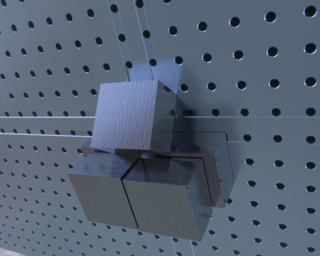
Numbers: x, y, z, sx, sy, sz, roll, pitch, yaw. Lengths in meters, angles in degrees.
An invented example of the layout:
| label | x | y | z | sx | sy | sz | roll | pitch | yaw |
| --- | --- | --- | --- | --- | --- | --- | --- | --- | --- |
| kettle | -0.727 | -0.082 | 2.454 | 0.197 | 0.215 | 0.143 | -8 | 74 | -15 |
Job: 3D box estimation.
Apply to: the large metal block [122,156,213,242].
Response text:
| label | x | y | z | sx | sy | sz | roll | pitch | yaw |
| --- | --- | --- | --- | --- | --- | --- | --- | --- | --- |
| large metal block | 0.012 | 0.082 | 0.371 | 0.080 | 0.050 | 0.080 | 0 | 119 | 28 |

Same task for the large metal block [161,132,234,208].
| label | x | y | z | sx | sy | sz | roll | pitch | yaw |
| --- | --- | --- | --- | --- | --- | --- | --- | --- | --- |
| large metal block | 0.045 | 0.052 | 0.402 | 0.080 | 0.050 | 0.080 | -1 | 118 | 28 |

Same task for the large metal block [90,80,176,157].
| label | x | y | z | sx | sy | sz | roll | pitch | yaw |
| --- | --- | --- | --- | --- | --- | --- | --- | --- | --- |
| large metal block | -0.031 | -0.010 | 0.377 | 0.080 | 0.050 | 0.080 | 0 | 77 | 27 |

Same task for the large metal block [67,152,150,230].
| label | x | y | z | sx | sy | sz | roll | pitch | yaw |
| --- | --- | --- | --- | --- | --- | --- | --- | --- | --- |
| large metal block | -0.061 | 0.080 | 0.407 | 0.080 | 0.050 | 0.080 | 0 | 119 | 28 |

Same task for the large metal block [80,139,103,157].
| label | x | y | z | sx | sy | sz | roll | pitch | yaw |
| --- | --- | --- | --- | --- | --- | --- | --- | --- | --- |
| large metal block | -0.058 | 0.051 | 0.456 | 0.080 | 0.050 | 0.079 | 2 | 119 | 27 |
